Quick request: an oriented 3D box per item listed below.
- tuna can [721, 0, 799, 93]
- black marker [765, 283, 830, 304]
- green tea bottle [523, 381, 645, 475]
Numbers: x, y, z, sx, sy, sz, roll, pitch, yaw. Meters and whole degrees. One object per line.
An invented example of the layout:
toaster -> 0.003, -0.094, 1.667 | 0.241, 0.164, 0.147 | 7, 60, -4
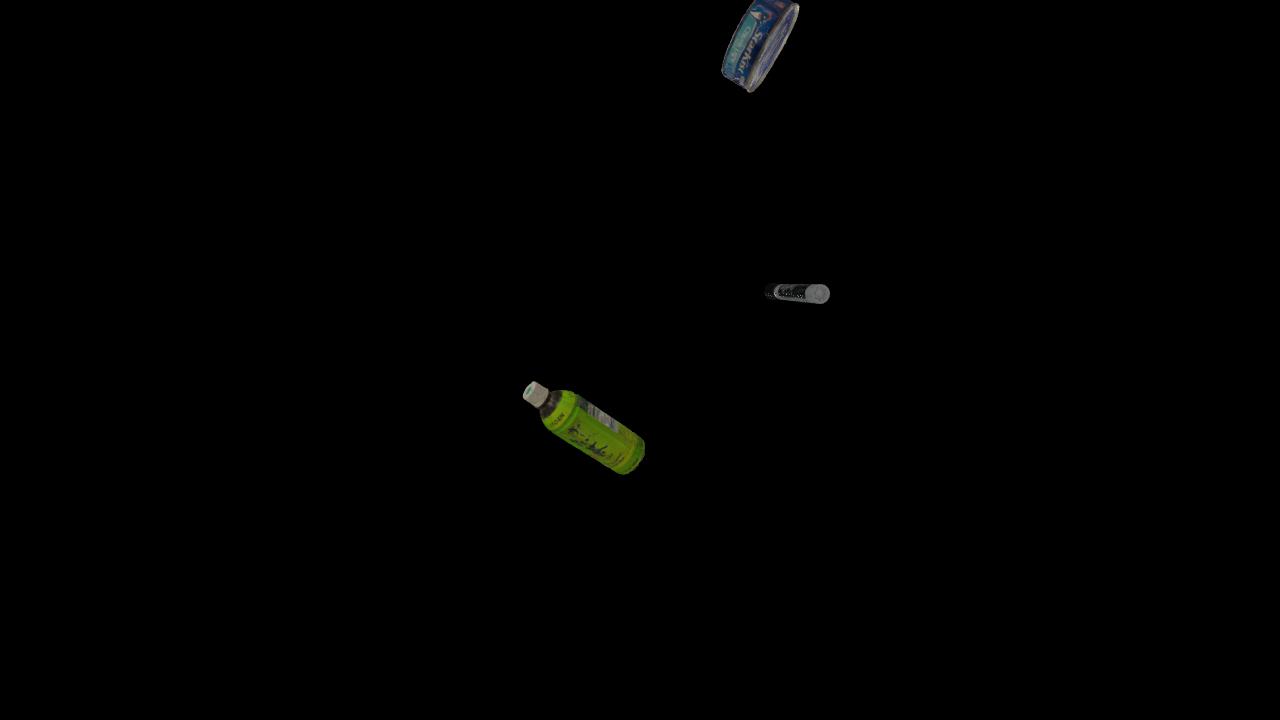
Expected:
tuna can -> 0.113, -0.301, 0.581 | 0.034, 0.084, 0.084 | 34, 3, 5
black marker -> 0.159, -0.070, 0.638 | 0.020, 0.020, 0.121 | 0, 8, -12
green tea bottle -> -0.087, 0.099, 0.940 | 0.212, 0.073, 0.073 | 39, -20, -26
